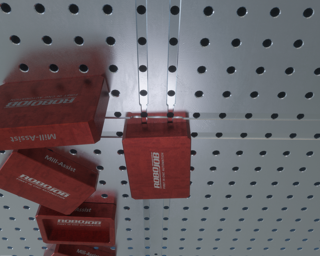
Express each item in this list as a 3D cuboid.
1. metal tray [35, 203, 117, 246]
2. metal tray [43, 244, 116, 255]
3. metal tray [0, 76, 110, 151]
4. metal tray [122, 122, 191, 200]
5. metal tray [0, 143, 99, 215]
[{"bbox_3d":[-0.144,0.171,0.552,0.131,0.030,0.089,3,130,-3],"label":"metal tray"},{"bbox_3d":[-0.170,0.281,0.645,0.131,0.030,0.090,27,125,-21],"label":"metal tray"},{"bbox_3d":[-0.129,-0.019,0.351,0.131,0.090,0.030,-4,130,3],"label":"metal tray"},{"bbox_3d":[-0.002,0.052,0.452,0.090,0.030,0.129,-2,130,1],"label":"metal tray"},{"bbox_3d":[-0.173,0.078,0.473,0.130,0.030,0.090,31,123,-24],"label":"metal tray"}]
